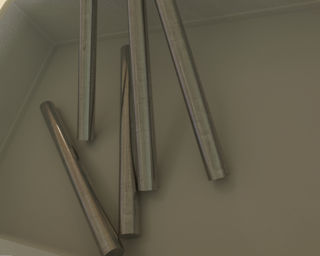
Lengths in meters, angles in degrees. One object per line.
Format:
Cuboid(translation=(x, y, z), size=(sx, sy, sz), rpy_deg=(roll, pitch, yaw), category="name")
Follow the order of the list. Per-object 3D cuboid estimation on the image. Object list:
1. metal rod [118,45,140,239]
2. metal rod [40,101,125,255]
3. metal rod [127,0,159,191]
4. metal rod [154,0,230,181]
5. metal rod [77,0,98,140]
Cuboid(translation=(-0.044, -0.003, 0.430), size=(0.025, 0.025, 0.299), rpy_deg=(-17, 55, 19), category="metal rod")
Cuboid(translation=(-0.120, 0.050, 0.429), size=(0.025, 0.025, 0.300), rpy_deg=(-41, 48, 1), category="metal rod")
Cuboid(translation=(-0.024, -0.074, 0.389), size=(0.025, 0.025, 0.298), rpy_deg=(-7, 82, 24), category="metal rod")
Cuboid(translation=(0.026, -0.086, 0.368), size=(0.025, 0.025, 0.299), rpy_deg=(-19, 79, 17), category="metal rod")
Cuboid(translation=(-0.104, -0.132, 0.448), size=(0.025, 0.025, 0.298), rpy_deg=(4, 94, 30), category="metal rod")
